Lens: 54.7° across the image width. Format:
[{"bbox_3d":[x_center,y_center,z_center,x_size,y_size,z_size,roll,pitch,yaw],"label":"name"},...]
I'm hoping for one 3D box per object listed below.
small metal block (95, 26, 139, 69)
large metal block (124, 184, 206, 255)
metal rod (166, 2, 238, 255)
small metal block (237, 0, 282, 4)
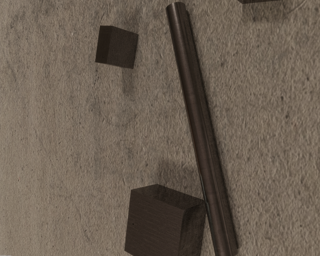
[{"bbox_3d":[-0.060,-0.113,0.436,0.025,0.050,0.050,16,100,38],"label":"small metal block"},{"bbox_3d":[0.006,0.122,0.382,0.080,0.050,0.079,11,97,39],"label":"large metal block"},{"bbox_3d":[0.047,-0.005,0.364,0.025,0.025,0.298,-17,79,38],"label":"metal rod"},{"bbox_3d":[0.106,-0.159,0.317,0.050,0.025,0.050,12,97,39],"label":"small metal block"}]
